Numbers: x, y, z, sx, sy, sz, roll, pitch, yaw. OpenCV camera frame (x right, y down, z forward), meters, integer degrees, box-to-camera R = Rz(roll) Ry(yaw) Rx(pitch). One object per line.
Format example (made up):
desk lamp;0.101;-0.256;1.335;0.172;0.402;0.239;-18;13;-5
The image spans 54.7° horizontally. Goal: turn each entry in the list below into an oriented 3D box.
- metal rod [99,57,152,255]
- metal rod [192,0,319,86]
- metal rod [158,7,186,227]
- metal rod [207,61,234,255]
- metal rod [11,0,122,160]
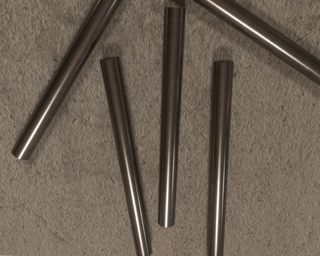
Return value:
metal rod;-0.043;0.054;0.428;0.025;0.025;0.298;-7;110;2
metal rod;0.130;-0.108;0.371;0.301;0.025;0.025;29;107;-11
metal rod;0.013;0.000;0.410;0.025;0.025;0.298;1;110;-1
metal rod;0.082;0.058;0.432;0.025;0.025;0.298;-2;110;0
metal rod;-0.105;-0.081;0.378;0.025;0.025;0.299;32;107;-12
